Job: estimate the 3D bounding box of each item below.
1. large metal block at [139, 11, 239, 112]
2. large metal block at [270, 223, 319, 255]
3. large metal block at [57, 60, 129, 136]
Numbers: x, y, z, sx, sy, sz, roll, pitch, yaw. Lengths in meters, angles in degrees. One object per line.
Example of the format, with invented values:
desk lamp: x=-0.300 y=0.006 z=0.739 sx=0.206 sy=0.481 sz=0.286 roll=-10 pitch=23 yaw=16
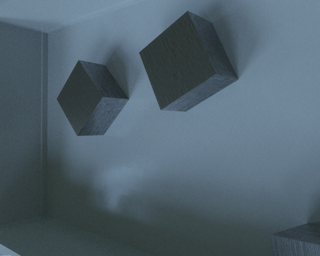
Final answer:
large metal block: x=0.032 y=-0.074 z=0.365 sx=0.080 sy=0.050 sz=0.080 roll=-32 pitch=70 yaw=35
large metal block: x=0.145 y=0.128 z=0.253 sx=0.080 sy=0.050 sz=0.080 roll=-19 pitch=77 yaw=62
large metal block: x=-0.106 y=-0.044 z=0.478 sx=0.080 sy=0.050 sz=0.080 roll=-51 pitch=60 yaw=28
